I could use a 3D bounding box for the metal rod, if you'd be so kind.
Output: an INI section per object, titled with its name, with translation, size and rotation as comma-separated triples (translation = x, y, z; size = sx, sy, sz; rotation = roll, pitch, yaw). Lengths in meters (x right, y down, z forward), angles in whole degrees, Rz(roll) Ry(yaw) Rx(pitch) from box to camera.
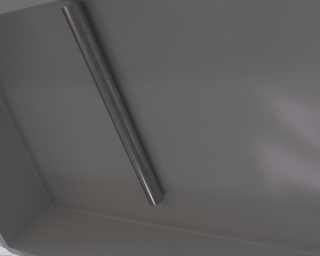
[metal rod]
translation = -0.056, -0.018, 0.427
size = 0.025, 0.025, 0.299
rotation = -8, 115, 32
